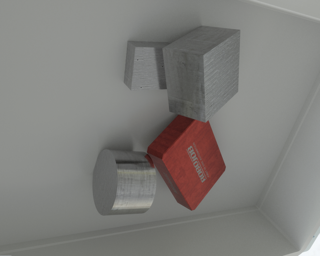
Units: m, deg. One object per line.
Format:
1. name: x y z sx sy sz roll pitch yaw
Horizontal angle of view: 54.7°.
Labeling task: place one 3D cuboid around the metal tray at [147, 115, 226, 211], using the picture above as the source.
1. metal tray: 0.043 0.046 0.440 0.090 0.030 0.130 -47 133 -22

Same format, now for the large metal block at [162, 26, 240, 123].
1. large metal block: 0.051 -0.065 0.362 0.080 0.050 0.079 -40 136 -38

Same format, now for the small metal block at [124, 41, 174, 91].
1. small metal block: -0.012 -0.072 0.359 0.050 0.025 0.050 -6 121 -26

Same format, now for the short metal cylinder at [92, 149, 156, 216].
1. short metal cylinder: -0.047 0.068 0.391 0.050 0.080 0.079 7 115 -32
